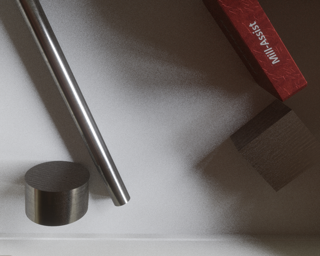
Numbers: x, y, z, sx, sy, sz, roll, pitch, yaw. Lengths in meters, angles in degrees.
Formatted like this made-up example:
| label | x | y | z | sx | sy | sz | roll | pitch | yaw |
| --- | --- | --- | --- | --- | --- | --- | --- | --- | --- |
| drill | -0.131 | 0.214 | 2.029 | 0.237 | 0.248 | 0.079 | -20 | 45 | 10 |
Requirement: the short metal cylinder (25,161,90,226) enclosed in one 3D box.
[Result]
| label | x | y | z | sx | sy | sz | roll | pitch | yaw |
| --- | --- | --- | --- | --- | --- | --- | --- | --- | --- |
| short metal cylinder | -0.136 | 0.084 | 0.411 | 0.081 | 0.080 | 0.050 | 7 | 110 | -3 |

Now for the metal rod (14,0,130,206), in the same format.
| label | x | y | z | sx | sy | sz | roll | pitch | yaw |
| --- | --- | --- | --- | --- | --- | --- | --- | --- | --- |
| metal rod | -0.106 | -0.026 | 0.400 | 0.025 | 0.025 | 0.298 | -19 | 109 | 6 |

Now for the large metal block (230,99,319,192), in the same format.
| label | x | y | z | sx | sy | sz | roll | pitch | yaw |
| --- | --- | --- | --- | --- | --- | --- | --- | --- | --- |
| large metal block | 0.154 | 0.022 | 0.409 | 0.080 | 0.050 | 0.080 | -41 | 106 | 13 |

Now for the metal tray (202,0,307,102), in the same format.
| label | x | y | z | sx | sy | sz | roll | pitch | yaw |
| --- | --- | --- | --- | --- | --- | --- | --- | --- | --- |
| metal tray | 0.101 | -0.097 | 0.342 | 0.030 | 0.090 | 0.130 | -36 | 107 | 12 |
